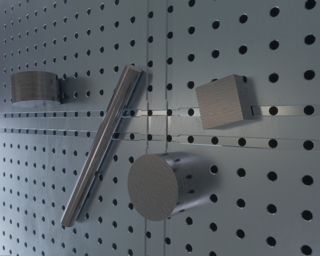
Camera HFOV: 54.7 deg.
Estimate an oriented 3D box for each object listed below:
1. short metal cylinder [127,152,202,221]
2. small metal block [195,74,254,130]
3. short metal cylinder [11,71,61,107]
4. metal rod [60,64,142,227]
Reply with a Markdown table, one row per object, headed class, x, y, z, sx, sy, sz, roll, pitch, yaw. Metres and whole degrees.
| class | x | y | z | sx | sy | sz | roll | pitch | yaw |
| --- | --- | --- | --- | --- | --- | --- | --- | --- | --- |
| short metal cylinder | 0.006 | 0.071 | 0.389 | 0.080 | 0.050 | 0.080 | 0 | 90 | 40 |
| small metal block | 0.072 | -0.028 | 0.350 | 0.050 | 0.025 | 0.050 | -16 | 80 | 39 |
| short metal cylinder | -0.223 | -0.068 | 0.558 | 0.080 | 0.081 | 0.050 | -8 | 85 | 40 |
| metal rod | -0.100 | 0.040 | 0.491 | 0.025 | 0.025 | 0.298 | 40 | 114 | 32 |
